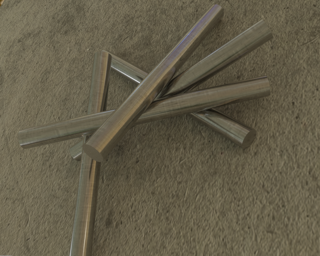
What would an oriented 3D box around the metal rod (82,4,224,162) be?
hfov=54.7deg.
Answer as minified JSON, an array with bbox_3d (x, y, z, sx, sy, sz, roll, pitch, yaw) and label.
[{"bbox_3d":[0.010,-0.075,0.385,0.025,0.025,0.301,11,49,33],"label":"metal rod"}]

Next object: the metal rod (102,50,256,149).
[{"bbox_3d":[0.002,-0.054,0.436,0.300,0.025,0.025,35,81,38],"label":"metal rod"}]

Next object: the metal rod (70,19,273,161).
[{"bbox_3d":[0.000,-0.038,0.397,0.300,0.025,0.025,-32,51,19],"label":"metal rod"}]

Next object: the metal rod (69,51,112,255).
[{"bbox_3d":[-0.087,0.039,0.391,0.025,0.025,0.299,-7,69,25],"label":"metal rod"}]

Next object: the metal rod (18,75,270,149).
[{"bbox_3d":[-0.023,-0.017,0.372,0.301,0.025,0.025,-12,56,5],"label":"metal rod"}]
